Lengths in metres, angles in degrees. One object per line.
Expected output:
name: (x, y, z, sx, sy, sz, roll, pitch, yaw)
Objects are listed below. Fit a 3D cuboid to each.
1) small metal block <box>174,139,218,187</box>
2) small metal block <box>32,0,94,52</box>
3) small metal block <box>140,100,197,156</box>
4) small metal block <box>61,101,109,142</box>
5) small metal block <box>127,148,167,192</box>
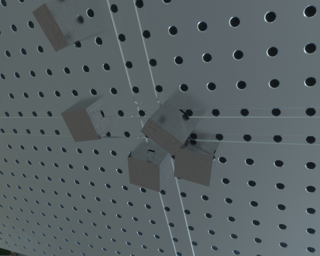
small metal block: (0.047, 0.045, 0.413, 0.050, 0.025, 0.050, 14, 124, 20)
small metal block: (-0.115, -0.127, 0.376, 0.025, 0.050, 0.050, -16, 110, 34)
small metal block: (0.012, -0.001, 0.387, 0.050, 0.050, 0.025, 37, 129, 3)
small metal block: (-0.112, -0.009, 0.463, 0.050, 0.025, 0.050, -7, 115, 31)
small metal block: (-0.018, 0.062, 0.457, 0.050, 0.025, 0.050, 12, 124, 21)
